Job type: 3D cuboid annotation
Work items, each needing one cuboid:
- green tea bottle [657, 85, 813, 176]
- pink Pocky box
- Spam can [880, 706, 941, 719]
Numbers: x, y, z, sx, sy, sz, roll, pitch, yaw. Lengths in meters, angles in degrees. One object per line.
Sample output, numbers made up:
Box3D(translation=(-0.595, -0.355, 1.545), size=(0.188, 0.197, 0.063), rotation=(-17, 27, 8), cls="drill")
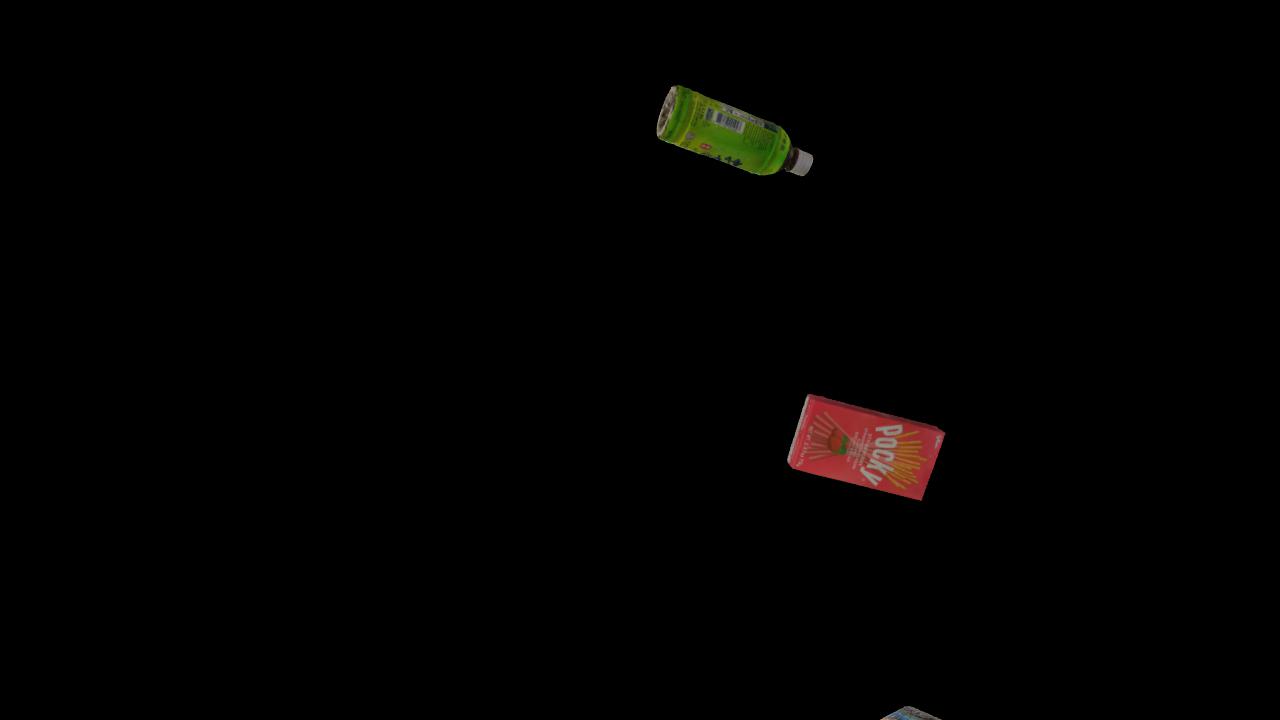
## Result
Box3D(translation=(0.130, -0.291, 0.809), size=(0.212, 0.073, 0.073), rotation=(15, -4, -14), cls="green tea bottle")
Box3D(translation=(0.252, 0.098, 0.690), size=(0.155, 0.084, 0.029), rotation=(14, 10, -2), cls="pink Pocky box")
Box3D(translation=(0.207, 0.322, 0.481), size=(0.085, 0.058, 0.101), rotation=(-19, -12, -14), cls="Spam can")
